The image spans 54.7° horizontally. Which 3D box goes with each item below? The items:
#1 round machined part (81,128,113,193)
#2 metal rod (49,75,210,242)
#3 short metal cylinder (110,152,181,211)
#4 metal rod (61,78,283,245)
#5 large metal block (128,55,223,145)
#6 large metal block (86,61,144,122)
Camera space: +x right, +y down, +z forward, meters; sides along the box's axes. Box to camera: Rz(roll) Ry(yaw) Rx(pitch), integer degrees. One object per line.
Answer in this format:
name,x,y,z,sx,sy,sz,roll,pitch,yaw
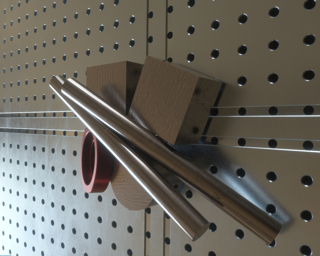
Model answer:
round machined part,-0.083,0.044,0.447,0.098,0.042,0.097,-13,75,62
metal rod,-0.056,0.018,0.383,0.300,0.025,0.025,41,115,31
short metal cylinder,-0.019,0.062,0.402,0.080,0.050,0.079,0,90,40
metal rod,-0.002,0.026,0.357,0.300,0.025,0.025,34,112,19
large metal block,0.016,-0.034,0.374,0.080,0.050,0.079,31,109,35
large metal block,-0.057,-0.045,0.431,0.080,0.050,0.079,1,91,40
